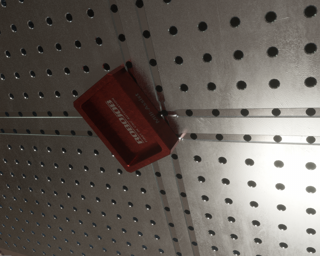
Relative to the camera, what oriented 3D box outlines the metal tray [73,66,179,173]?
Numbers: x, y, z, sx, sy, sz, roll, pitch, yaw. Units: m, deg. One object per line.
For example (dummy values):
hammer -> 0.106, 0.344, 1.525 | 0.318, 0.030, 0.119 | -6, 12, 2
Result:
metal tray -> -0.047, -0.008, 0.426 | 0.090, 0.030, 0.130 | -30, 102, 37
